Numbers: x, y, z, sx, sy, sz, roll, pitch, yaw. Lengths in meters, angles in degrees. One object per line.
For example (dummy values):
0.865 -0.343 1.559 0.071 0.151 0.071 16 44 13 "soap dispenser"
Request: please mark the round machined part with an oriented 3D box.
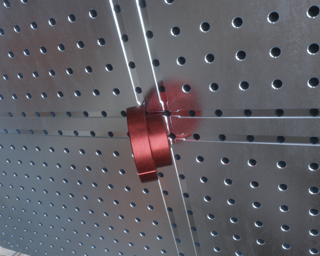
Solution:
-0.011 0.018 0.394 0.042 0.098 0.097 -12 117 -1 "round machined part"
